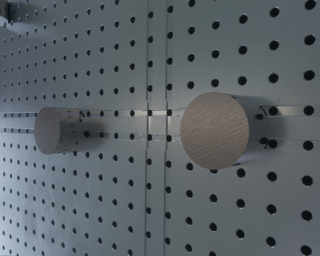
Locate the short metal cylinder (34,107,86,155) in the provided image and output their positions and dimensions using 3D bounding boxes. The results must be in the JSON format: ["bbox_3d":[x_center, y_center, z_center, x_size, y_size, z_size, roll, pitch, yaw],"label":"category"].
[{"bbox_3d":[-0.174,0.004,0.537,0.080,0.050,0.079,0,90,40],"label":"short metal cylinder"}]

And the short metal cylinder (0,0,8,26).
[{"bbox_3d":[-0.384,-0.266,0.691,0.080,0.081,0.050,-4,87,40],"label":"short metal cylinder"}]

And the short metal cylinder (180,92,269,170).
[{"bbox_3d":[0.069,0.003,0.336,0.080,0.050,0.079,0,90,40],"label":"short metal cylinder"}]
